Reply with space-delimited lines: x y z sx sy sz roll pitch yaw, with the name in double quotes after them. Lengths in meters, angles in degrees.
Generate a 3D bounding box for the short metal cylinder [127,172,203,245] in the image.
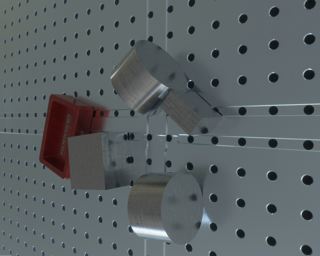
0.008 0.093 0.367 0.050 0.081 0.080 -9 85 40 "short metal cylinder"

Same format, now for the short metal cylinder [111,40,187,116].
-0.013 -0.062 0.384 0.050 0.081 0.080 -42 65 32 "short metal cylinder"

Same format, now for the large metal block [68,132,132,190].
-0.092 0.050 0.470 0.080 0.050 0.080 -9 85 39 "large metal block"

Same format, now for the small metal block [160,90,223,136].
0.037 -0.018 0.360 0.050 0.050 0.025 46 118 26 "small metal block"

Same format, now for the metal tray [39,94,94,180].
-0.167 0.014 0.543 0.090 0.030 0.129 23 104 37 "metal tray"
